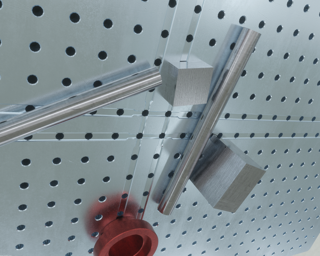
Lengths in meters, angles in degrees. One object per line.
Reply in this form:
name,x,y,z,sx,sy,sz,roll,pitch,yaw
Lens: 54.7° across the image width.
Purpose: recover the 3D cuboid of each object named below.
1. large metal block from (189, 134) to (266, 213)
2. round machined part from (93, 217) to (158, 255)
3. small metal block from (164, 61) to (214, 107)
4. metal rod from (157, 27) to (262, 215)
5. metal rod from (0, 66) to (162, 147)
large metal block,0.098,0.069,0.474,0.050,0.080,0.080,23,106,-37
round machined part,-0.056,0.179,0.482,0.099,0.042,0.097,-14,125,-21
small metal block,0.037,-0.057,0.398,0.050,0.025,0.050,-7,122,-25
metal rod,0.064,0.003,0.449,0.025,0.025,0.298,10,113,-33
metal rod,-0.138,-0.006,0.332,0.302,0.025,0.025,-23,127,-15
